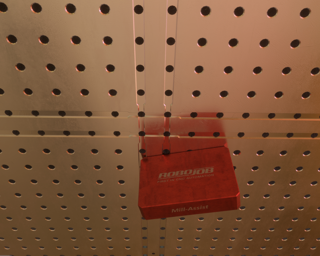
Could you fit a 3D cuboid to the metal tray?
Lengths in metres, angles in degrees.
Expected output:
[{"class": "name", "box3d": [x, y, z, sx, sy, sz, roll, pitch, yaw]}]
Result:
[{"class": "metal tray", "box3d": [0.038, 0.075, 0.433, 0.131, 0.090, 0.030, -8, 130, 6]}]
